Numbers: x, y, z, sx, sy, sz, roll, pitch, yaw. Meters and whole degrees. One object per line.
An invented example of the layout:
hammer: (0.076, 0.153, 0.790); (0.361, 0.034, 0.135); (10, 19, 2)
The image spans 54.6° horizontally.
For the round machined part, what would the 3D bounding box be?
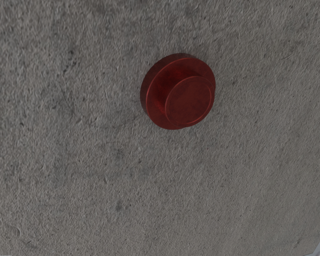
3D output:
round machined part: (0.029, -0.040, 0.386); (0.099, 0.042, 0.097); (-14, 124, -21)
